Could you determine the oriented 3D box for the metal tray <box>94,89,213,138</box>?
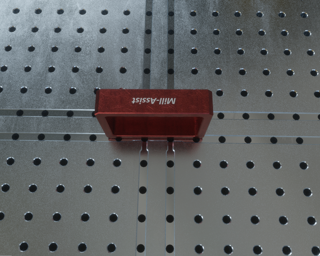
[{"bbox_3d":[-0.006,-0.015,0.382,0.131,0.090,0.030,0,70,0],"label":"metal tray"}]
